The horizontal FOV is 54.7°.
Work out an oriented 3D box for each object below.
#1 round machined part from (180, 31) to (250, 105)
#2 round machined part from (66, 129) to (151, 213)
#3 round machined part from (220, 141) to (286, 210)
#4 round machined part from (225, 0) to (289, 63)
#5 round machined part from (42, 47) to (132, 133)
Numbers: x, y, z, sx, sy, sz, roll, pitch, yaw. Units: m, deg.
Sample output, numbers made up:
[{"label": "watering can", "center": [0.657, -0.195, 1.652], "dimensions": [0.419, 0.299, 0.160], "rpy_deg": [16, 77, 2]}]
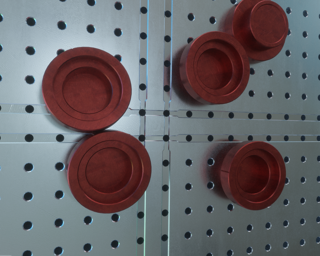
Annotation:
[{"label": "round machined part", "center": [0.072, -0.080, 0.431], "dimensions": [0.099, 0.042, 0.097], "rpy_deg": [0, 90, -21]}, {"label": "round machined part", "center": [-0.064, 0.050, 0.379], "dimensions": [0.099, 0.042, 0.097], "rpy_deg": [-2, 95, -21]}, {"label": "round machined part", "center": [0.131, 0.067, 0.454], "dimensions": [0.099, 0.042, 0.097], "rpy_deg": [0, 90, -21]}, {"label": "round machined part", "center": [0.150, -0.149, 0.460], "dimensions": [0.099, 0.042, 0.097], "rpy_deg": [0, 90, -20]}, {"label": "round machined part", "center": [-0.086, -0.042, 0.367], "dimensions": [0.099, 0.042, 0.097], "rpy_deg": [3, 80, -17]}]
